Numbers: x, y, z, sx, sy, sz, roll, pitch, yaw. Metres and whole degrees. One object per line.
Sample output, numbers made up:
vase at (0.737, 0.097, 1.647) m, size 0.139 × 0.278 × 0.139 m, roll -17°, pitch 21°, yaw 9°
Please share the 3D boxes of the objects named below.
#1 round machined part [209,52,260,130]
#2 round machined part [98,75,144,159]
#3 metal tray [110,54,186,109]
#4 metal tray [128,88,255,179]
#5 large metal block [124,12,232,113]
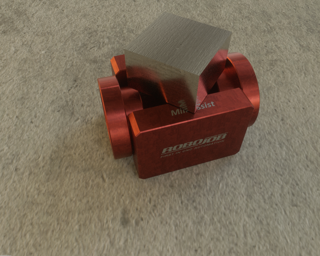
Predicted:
round machined part at (0.083, -0.045, 0.395) m, size 0.042 × 0.097 × 0.098 m, roll -12°, pitch 51°, yaw -10°
round machined part at (-0.043, -0.015, 0.368) m, size 0.042 × 0.097 × 0.098 m, roll -12°, pitch 51°, yaw -10°
metal tray at (0.005, -0.063, 0.417) m, size 0.131 × 0.089 × 0.030 m, roll -14°, pitch 52°, yaw -12°
metal tray at (0.034, 0.008, 0.354) m, size 0.131 × 0.089 × 0.030 m, roll -14°, pitch 52°, yaw -12°
large metal block at (0.020, -0.072, 0.330) m, size 0.080 × 0.050 × 0.080 m, roll 24°, pitch 54°, yaw 18°
